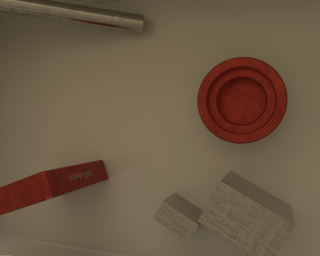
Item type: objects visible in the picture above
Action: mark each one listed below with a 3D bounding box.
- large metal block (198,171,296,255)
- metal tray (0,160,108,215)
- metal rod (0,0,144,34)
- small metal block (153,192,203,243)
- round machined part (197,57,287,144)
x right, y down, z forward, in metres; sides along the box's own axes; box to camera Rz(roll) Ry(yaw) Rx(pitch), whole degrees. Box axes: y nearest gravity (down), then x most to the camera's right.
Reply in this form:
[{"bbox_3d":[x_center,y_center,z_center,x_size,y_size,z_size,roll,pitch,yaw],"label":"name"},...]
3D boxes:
[{"bbox_3d":[0.098,0.095,0.347,0.080,0.080,0.050,30,100,17],"label":"large metal block"},{"bbox_3d":[-0.139,0.075,0.402,0.090,0.130,0.030,-21,83,18],"label":"metal tray"},{"bbox_3d":[-0.172,-0.159,0.406,0.302,0.025,0.025,7,93,-5],"label":"metal rod"},{"bbox_3d":[0.027,0.110,0.387,0.050,0.050,0.025,31,100,17],"label":"small metal block"},{"bbox_3d":[0.097,-0.031,0.367,0.098,0.042,0.097,0,90,19],"label":"round machined part"}]
